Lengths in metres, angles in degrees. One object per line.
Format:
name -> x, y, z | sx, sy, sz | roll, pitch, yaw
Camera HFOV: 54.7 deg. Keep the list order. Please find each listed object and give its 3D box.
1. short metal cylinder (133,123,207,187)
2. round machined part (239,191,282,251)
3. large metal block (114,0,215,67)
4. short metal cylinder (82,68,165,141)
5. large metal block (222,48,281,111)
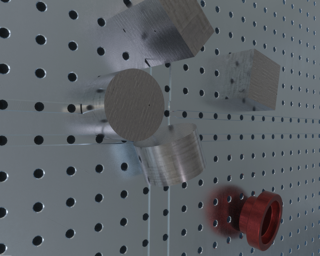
short metal cylinder -> 0.013, 0.031, 0.384 | 0.081, 0.080, 0.050 | -27, 107, -37
round machined part -> 0.171, 0.155, 0.533 | 0.099, 0.042, 0.097 | -15, 110, -46
large metal block -> 0.005, -0.127, 0.377 | 0.080, 0.080, 0.050 | 51, 60, -28
short metal cylinder -> -0.042, -0.025, 0.358 | 0.081, 0.050, 0.080 | 0, 90, -40
large metal block -> 0.155, -0.077, 0.522 | 0.081, 0.050, 0.080 | 16, 80, -39
